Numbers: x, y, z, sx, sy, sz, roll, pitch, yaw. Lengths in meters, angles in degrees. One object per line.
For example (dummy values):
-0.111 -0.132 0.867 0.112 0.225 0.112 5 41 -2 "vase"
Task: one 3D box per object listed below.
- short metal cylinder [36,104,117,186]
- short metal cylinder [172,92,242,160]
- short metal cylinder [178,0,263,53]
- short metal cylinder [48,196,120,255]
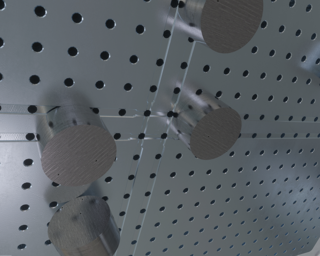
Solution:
-0.096 0.019 0.354 0.081 0.050 0.079 -14 124 -21 "short metal cylinder"
0.064 -0.003 0.428 0.081 0.050 0.079 -14 124 -21 "short metal cylinder"
0.068 -0.131 0.351 0.081 0.050 0.079 -14 124 -21 "short metal cylinder"
-0.098 0.136 0.406 0.081 0.080 0.050 -23 127 -15 "short metal cylinder"
